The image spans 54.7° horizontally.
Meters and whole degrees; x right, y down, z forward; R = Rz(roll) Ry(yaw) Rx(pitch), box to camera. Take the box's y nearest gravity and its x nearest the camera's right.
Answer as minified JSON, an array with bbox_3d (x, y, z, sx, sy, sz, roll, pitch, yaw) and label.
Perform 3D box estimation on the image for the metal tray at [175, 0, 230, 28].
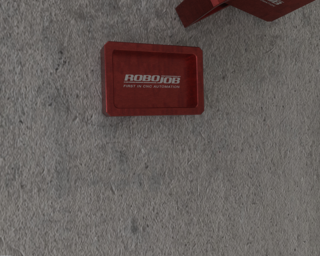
[{"bbox_3d":[0.094,-0.183,0.408,0.131,0.090,0.030,-31,100,-17],"label":"metal tray"}]

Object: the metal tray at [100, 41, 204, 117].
[{"bbox_3d":[-0.008,-0.061,0.402,0.131,0.030,0.089,-2,91,-20],"label":"metal tray"}]

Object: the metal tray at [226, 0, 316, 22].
[{"bbox_3d":[0.129,-0.189,0.406,0.131,0.090,0.030,13,82,-23],"label":"metal tray"}]
